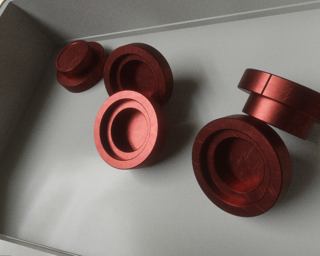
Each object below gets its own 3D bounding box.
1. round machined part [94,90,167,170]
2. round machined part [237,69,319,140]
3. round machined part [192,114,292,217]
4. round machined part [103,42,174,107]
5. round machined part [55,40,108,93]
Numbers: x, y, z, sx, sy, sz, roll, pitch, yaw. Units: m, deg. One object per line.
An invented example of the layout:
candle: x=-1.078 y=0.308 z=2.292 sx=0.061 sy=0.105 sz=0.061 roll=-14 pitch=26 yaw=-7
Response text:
round machined part: x=-0.033 y=0.004 z=0.394 sx=0.098 sy=0.042 sz=0.097 roll=-4 pitch=83 yaw=30
round machined part: x=0.123 y=-0.021 z=0.312 sx=0.098 sy=0.099 sz=0.042 roll=31 pitch=102 yaw=37
round machined part: x=0.083 y=0.034 z=0.308 sx=0.098 sy=0.042 sz=0.097 roll=14 pitch=111 yaw=43
round machined part: x=-0.025 y=-0.068 z=0.425 sx=0.098 sy=0.097 sz=0.042 roll=3 pitch=23 yaw=29
round machined part: x=-0.140 y=-0.113 z=0.535 sx=0.098 sy=0.042 sz=0.098 roll=-13 pitch=56 yaw=20
